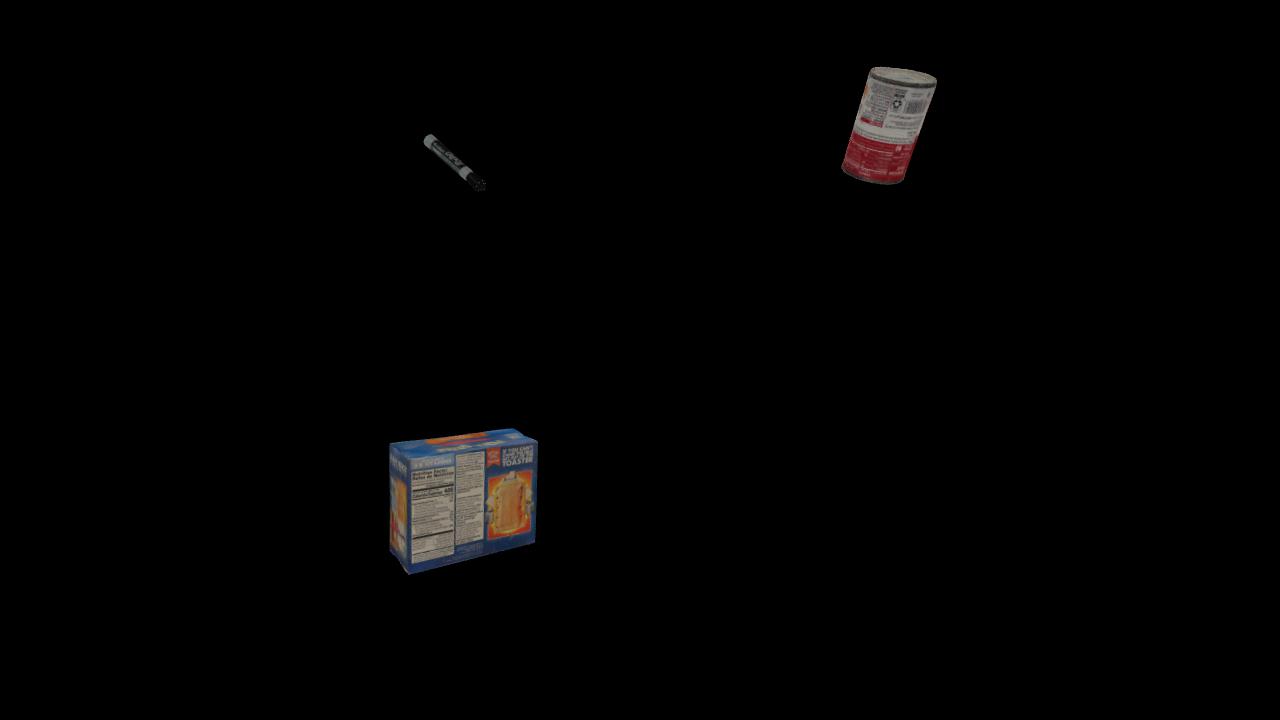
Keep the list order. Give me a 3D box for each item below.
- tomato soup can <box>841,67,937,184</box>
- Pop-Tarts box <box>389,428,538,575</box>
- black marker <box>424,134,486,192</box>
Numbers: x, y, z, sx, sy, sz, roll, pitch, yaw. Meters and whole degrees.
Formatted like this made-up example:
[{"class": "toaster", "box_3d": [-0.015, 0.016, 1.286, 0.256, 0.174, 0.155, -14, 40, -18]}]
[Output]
[{"class": "tomato soup can", "box_3d": [0.257, -0.244, 0.639, 0.068, 0.101, 0.068, 3, 38, -3]}, {"class": "Pop-Tarts box", "box_3d": [-0.222, 0.170, 0.777, 0.167, 0.141, 0.083, -3, 10, -39]}, {"class": "black marker", "box_3d": [-0.262, -0.279, 0.875, 0.121, 0.020, 0.020, 42, 12, 14]}]
